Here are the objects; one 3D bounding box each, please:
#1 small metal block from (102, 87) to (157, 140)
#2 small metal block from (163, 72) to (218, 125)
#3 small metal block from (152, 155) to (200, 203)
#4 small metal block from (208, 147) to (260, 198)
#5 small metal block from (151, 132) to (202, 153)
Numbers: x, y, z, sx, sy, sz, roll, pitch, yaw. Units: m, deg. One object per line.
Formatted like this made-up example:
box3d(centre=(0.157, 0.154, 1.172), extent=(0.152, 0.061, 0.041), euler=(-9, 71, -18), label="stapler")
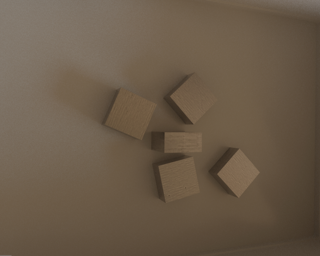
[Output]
box3d(centre=(-0.040, -0.017, 0.396), extent=(0.050, 0.025, 0.050), euler=(25, 82, -19), label="small metal block")
box3d(centre=(0.042, -0.040, 0.426), extent=(0.050, 0.025, 0.050), euler=(-45, 104, -14), label="small metal block")
box3d(centre=(0.022, 0.068, 0.418), extent=(0.050, 0.025, 0.050), euler=(-13, 94, -20), label="small metal block")
box3d(centre=(0.108, 0.064, 0.450), extent=(0.050, 0.025, 0.050), euler=(-46, 104, -14), label="small metal block")
box3d(centre=(0.021, 0.018, 0.405), extent=(0.050, 0.050, 0.025), euler=(0, 90, -20), label="small metal block")
